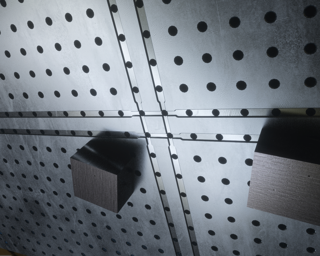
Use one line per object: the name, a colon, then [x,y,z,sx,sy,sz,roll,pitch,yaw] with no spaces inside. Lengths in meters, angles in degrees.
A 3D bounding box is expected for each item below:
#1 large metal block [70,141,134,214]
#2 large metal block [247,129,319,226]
large metal block: [-0.089,0.076,0.487,0.080,0.050,0.079,17,125,18]
large metal block: [0.148,0.054,0.350,0.080,0.050,0.079,11,123,22]
